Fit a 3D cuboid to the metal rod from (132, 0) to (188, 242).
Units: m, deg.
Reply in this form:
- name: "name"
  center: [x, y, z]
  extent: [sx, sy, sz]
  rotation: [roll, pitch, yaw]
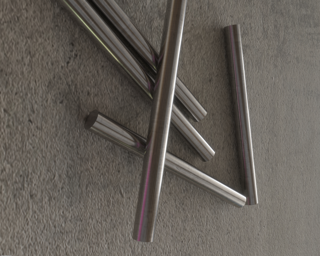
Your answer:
- name: "metal rod"
  center: [0.002, -0.020, 0.371]
  extent: [0.025, 0.025, 0.298]
  rotation: [14, 81, -39]

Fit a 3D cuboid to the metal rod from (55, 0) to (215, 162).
- name: "metal rod"
  center: [-0.018, -0.054, 0.389]
  extent: [0.300, 0.025, 0.025]
  rotation: [47, 62, -30]

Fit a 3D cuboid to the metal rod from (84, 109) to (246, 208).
- name: "metal rod"
  center: [0.028, 0.056, 0.428]
  extent: [0.301, 0.025, 0.025]
  rotation: [32, 70, -35]

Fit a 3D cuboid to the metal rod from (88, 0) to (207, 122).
- name: "metal rod"
  center: [-0.033, -0.110, 0.376]
  extent: [0.300, 0.025, 0.025]
  rotation: [45, 63, -31]

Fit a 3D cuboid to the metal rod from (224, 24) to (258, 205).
- name: "metal rod"
  center: [0.137, -0.018, 0.518]
  extent: [0.025, 0.025, 0.298]
  rotation: [-13, 99, -39]
